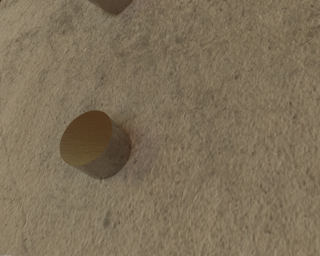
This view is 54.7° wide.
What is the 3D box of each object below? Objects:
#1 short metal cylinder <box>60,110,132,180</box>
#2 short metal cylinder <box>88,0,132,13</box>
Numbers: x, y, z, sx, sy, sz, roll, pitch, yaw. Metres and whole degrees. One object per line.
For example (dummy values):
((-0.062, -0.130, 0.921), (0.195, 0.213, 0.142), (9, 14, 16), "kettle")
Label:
((-0.086, 0.023, 0.417), (0.080, 0.050, 0.080), (-13, 56, 20), "short metal cylinder")
((-0.096, -0.262, 0.577), (0.080, 0.080, 0.050), (-46, 52, -4), "short metal cylinder")
